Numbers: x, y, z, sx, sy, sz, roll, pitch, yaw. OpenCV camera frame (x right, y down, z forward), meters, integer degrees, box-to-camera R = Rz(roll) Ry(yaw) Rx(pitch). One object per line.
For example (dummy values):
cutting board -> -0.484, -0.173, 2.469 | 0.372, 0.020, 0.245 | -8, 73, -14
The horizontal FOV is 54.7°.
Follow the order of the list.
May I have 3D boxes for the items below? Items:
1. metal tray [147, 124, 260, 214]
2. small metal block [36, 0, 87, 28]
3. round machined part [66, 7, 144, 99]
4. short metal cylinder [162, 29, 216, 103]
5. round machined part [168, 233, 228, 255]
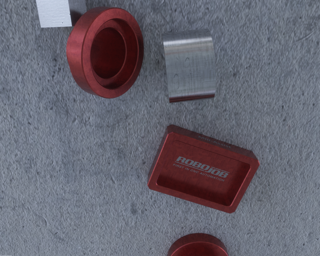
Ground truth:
metal tray -> 0.058, 0.058, 0.429 | 0.131, 0.030, 0.089 | 19, 109, -7
small metal block -> -0.110, -0.139, 0.345 | 0.050, 0.025, 0.050 | 9, 114, 30
round machined part -> -0.065, -0.085, 0.349 | 0.042, 0.099, 0.097 | 17, 114, 31
short metal cylinder -> 0.032, -0.070, 0.355 | 0.050, 0.080, 0.079 | -6, 110, 2
round machined part -> 0.061, 0.217, 0.482 | 0.099, 0.042, 0.097 | 0, 110, -1
